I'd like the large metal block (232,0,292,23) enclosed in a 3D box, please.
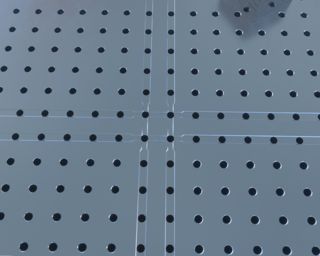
[{"bbox_3d":[0.157,-0.225,0.482,0.080,0.050,0.080,-30,73,-10],"label":"large metal block"}]
